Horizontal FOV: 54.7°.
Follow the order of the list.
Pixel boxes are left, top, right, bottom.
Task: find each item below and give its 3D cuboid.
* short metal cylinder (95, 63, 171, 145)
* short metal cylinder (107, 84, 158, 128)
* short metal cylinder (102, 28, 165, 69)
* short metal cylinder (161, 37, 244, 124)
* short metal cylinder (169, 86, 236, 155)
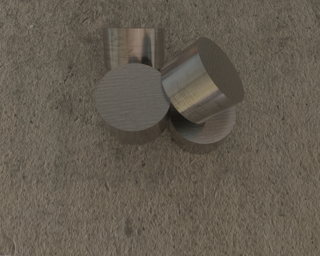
[{"bbox_3d":[-0.028,-0.026,0.351,0.081,0.050,0.080,0,70,0],"label":"short metal cylinder"},{"bbox_3d":[-0.039,-0.030,0.406,0.081,0.050,0.080,0,70,0],"label":"short metal cylinder"},{"bbox_3d":[-0.034,-0.107,0.412,0.081,0.080,0.050,0,109,0],"label":"short metal cylinder"},{"bbox_3d":[0.047,-0.051,0.339,0.050,0.081,0.080,-32,67,34],"label":"short metal cylinder"},{"bbox_3d":[0.052,-0.011,0.400,0.081,0.050,0.080,0,70,0],"label":"short metal cylinder"}]
